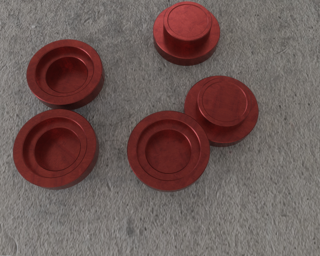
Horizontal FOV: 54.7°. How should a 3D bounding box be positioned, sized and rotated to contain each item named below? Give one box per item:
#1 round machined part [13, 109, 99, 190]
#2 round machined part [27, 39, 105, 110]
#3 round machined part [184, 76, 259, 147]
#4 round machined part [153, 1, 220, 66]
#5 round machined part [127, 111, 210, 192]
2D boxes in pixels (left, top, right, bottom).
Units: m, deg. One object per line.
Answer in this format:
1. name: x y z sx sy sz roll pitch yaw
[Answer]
1. round machined part: -0.125 0.029 0.388 0.099 0.042 0.098 0 70 0
2. round machined part: -0.124 -0.068 0.423 0.099 0.042 0.098 0 70 0
3. round machined part: 0.082 -0.027 0.409 0.099 0.042 0.098 0 70 0
4. round machined part: 0.039 -0.144 0.452 0.099 0.042 0.098 0 70 0
5. round machined part: 0.011 0.031 0.386 0.099 0.042 0.098 0 72 1
